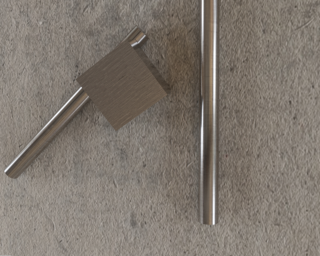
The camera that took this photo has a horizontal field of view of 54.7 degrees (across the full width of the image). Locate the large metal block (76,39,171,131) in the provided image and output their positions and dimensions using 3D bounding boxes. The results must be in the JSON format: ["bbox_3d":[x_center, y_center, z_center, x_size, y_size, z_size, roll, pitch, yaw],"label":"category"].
[{"bbox_3d":[-0.044,-0.056,0.396,0.080,0.050,0.080,-35,98,14],"label":"large metal block"}]

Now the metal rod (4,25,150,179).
[{"bbox_3d":[-0.129,-0.030,0.452,0.299,0.025,0.025,-43,77,14],"label":"metal rod"}]

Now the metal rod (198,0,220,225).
[{"bbox_3d":[0.061,-0.032,0.386,0.025,0.025,0.298,0,90,19],"label":"metal rod"}]
